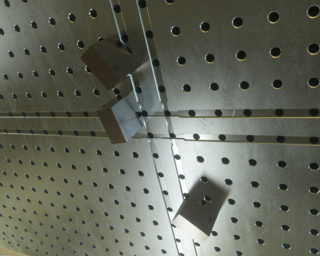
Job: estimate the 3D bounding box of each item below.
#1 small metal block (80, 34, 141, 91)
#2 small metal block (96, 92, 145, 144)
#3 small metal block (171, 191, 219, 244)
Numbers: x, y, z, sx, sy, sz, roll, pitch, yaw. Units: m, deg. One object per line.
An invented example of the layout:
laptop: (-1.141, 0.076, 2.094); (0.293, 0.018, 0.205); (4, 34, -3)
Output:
small metal block: (-0.059, -0.080, 0.377); (0.025, 0.050, 0.050); (-34, 99, 38)
small metal block: (-0.051, -0.013, 0.415); (0.025, 0.050, 0.050); (-8, 114, 32)
small metal block: (0.052, 0.129, 0.448); (0.050, 0.050, 0.025); (36, 129, 4)
